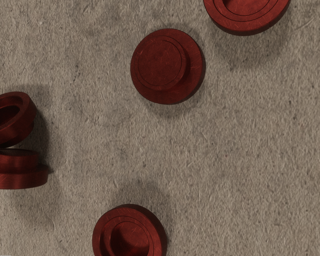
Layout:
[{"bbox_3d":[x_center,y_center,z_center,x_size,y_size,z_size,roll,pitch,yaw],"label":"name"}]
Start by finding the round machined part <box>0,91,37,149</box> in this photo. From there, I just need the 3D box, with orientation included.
[{"bbox_3d":[-0.230,-0.008,0.461,0.098,0.042,0.098,-9,43,9],"label":"round machined part"}]

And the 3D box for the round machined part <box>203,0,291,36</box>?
[{"bbox_3d":[0.103,-0.156,0.364,0.098,0.042,0.097,0,90,19],"label":"round machined part"}]

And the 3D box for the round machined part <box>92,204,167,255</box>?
[{"bbox_3d":[-0.037,0.149,0.412,0.098,0.042,0.097,0,90,19],"label":"round machined part"}]

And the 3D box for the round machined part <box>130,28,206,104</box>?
[{"bbox_3d":[0.006,-0.079,0.397,0.098,0.042,0.097,0,90,19],"label":"round machined part"}]

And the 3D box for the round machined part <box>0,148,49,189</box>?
[{"bbox_3d":[-0.211,0.054,0.443,0.098,0.098,0.042,7,93,19],"label":"round machined part"}]
